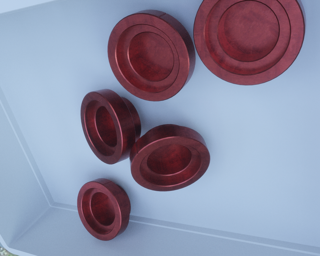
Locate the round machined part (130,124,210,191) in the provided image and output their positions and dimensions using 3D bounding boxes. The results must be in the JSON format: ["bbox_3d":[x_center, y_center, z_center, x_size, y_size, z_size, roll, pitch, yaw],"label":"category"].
[{"bbox_3d":[0.010,0.033,0.393,0.099,0.042,0.097,-6,131,-7],"label":"round machined part"}]

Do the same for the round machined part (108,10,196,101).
[{"bbox_3d":[-0.006,-0.083,0.350,0.098,0.042,0.097,13,124,21],"label":"round machined part"}]

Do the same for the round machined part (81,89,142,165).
[{"bbox_3d":[-0.062,-0.004,0.413,0.098,0.042,0.097,23,122,43],"label":"round machined part"}]

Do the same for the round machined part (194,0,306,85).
[{"bbox_3d":[0.085,-0.094,0.295,0.098,0.042,0.097,13,124,21],"label":"round machined part"}]

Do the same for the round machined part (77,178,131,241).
[{"bbox_3d":[-0.087,0.130,0.510,0.098,0.042,0.097,6,101,34],"label":"round machined part"}]
